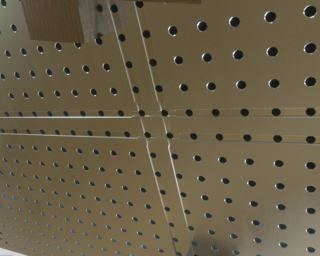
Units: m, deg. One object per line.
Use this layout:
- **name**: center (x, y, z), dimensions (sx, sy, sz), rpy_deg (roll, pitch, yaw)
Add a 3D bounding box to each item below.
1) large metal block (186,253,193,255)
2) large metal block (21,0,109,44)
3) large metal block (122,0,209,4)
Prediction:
- **large metal block**: center (0.070, 0.273, 0.526), dimensions (0.080, 0.050, 0.079), rpy_deg (18, 125, 17)
- **large metal block**: center (-0.113, -0.147, 0.362), dimensions (0.080, 0.050, 0.079), rpy_deg (10, 123, 22)
- **large metal block**: center (0.009, -0.163, 0.288), dimensions (0.080, 0.050, 0.079), rpy_deg (12, 123, 21)
